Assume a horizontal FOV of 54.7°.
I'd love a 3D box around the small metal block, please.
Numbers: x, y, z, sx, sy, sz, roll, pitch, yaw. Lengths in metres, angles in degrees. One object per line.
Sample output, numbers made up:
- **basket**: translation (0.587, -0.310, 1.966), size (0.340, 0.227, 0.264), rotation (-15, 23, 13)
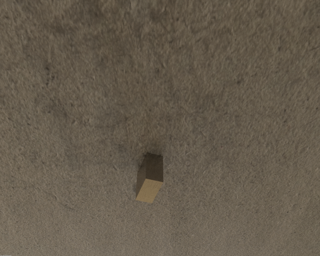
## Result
- **small metal block**: translation (-0.016, 0.073, 0.453), size (0.025, 0.050, 0.050), rotation (15, 129, -12)
